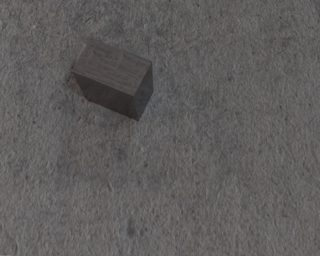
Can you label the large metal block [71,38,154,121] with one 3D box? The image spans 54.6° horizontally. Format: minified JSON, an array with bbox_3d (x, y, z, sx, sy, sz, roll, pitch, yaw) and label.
[{"bbox_3d":[-0.056,-0.059,0.400,0.080,0.080,0.050,23,72,8],"label":"large metal block"}]
